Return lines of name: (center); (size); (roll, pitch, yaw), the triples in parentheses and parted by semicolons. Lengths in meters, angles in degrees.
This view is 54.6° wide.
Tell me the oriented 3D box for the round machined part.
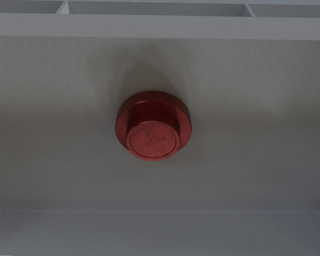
round machined part: (-0.008, 0.005, 0.398); (0.099, 0.042, 0.097); (0, 130, 0)
